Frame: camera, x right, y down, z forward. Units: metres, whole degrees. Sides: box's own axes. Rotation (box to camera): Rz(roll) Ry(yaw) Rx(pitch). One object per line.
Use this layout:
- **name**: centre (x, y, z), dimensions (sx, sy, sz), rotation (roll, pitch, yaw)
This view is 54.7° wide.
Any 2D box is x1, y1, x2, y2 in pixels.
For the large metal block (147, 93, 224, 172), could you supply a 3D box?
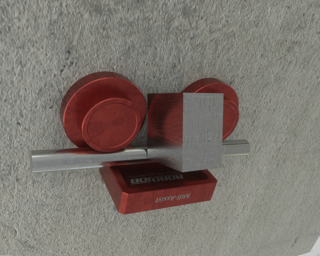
- **large metal block**: centre (0.026, 0.000, 0.354), dimensions (0.050, 0.080, 0.079), rotation (-2, 96, -28)

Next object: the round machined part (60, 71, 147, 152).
- **round machined part**: centre (-0.060, -0.012, 0.356), dimensions (0.099, 0.042, 0.097), rotation (-14, 125, -21)

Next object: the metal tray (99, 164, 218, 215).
- **metal tray**: centre (-0.003, 0.062, 0.404), dimensions (0.131, 0.090, 0.030), rotation (-1, 119, -28)

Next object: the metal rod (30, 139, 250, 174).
- **metal rod**: centre (-0.004, 0.033, 0.401), dimensions (0.303, 0.025, 0.025), rotation (-1, 119, -28)

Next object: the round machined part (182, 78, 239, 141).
- **round machined part**: centre (0.069, -0.016, 0.426), dimensions (0.099, 0.042, 0.097), rotation (-14, 125, -21)
